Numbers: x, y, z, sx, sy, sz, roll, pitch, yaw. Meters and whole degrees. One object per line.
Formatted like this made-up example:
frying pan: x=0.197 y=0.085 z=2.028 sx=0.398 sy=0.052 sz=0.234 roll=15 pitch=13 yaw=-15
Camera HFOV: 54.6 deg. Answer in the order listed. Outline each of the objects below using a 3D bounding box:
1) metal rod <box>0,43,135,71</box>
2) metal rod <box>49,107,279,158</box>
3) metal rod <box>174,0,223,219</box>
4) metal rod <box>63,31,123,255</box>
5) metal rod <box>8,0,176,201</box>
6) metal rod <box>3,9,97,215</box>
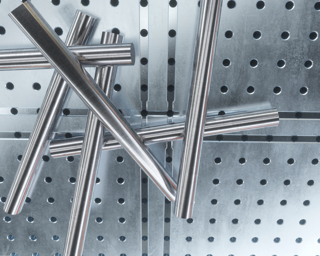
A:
metal rod: x=-0.179 y=-0.080 z=0.363 sx=0.301 sy=0.025 sz=0.025 roll=-1 pitch=110 yaw=7
metal rod: x=0.004 y=0.007 z=0.415 sx=0.301 sy=0.025 sz=0.025 roll=-8 pitch=110 yaw=3
metal rod: x=0.046 y=-0.031 z=0.380 sx=0.025 sy=0.025 sz=0.298 roll=6 pitch=102 yaw=-2
metal rod: x=-0.088 y=0.031 z=0.395 sx=0.025 sy=0.025 sz=0.298 roll=11 pitch=99 yaw=-4
metal rod: x=-0.057 y=-0.011 z=0.369 sx=0.025 sy=0.025 sz=0.300 roll=-31 pitch=119 yaw=11
metal rod: x=-0.151 y=-0.008 z=0.409 sx=0.025 sy=0.025 sz=0.298 roll=25 pitch=108 yaw=-9
